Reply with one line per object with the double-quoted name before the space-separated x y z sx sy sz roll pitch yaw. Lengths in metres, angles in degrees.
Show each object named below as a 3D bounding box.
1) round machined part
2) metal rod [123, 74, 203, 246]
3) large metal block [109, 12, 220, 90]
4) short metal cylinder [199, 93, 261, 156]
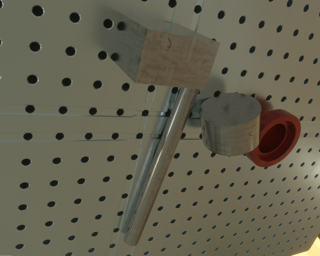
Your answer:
"round machined part" 0.177 0.012 0.508 0.099 0.042 0.097 -14 124 -21
"metal rod" 0.001 0.051 0.444 0.025 0.025 0.298 6 115 -32
"large metal block" 0.001 -0.082 0.327 0.081 0.080 0.050 1 118 -30
"short metal cylinder" 0.097 -0.007 0.427 0.081 0.080 0.050 -22 127 -15
